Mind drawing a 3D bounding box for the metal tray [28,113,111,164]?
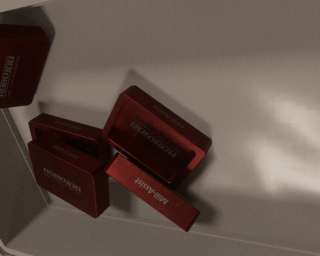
[{"bbox_3d":[-0.143,0.034,0.499,0.130,0.030,0.089,14,124,19],"label":"metal tray"}]

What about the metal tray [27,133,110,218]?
[{"bbox_3d":[-0.138,0.071,0.469,0.130,0.030,0.089,21,128,24],"label":"metal tray"}]

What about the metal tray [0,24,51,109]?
[{"bbox_3d":[-0.213,-0.080,0.424,0.030,0.091,0.129,56,132,21],"label":"metal tray"}]

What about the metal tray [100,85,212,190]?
[{"bbox_3d":[-0.008,0.015,0.417,0.130,0.030,0.089,36,129,4],"label":"metal tray"}]

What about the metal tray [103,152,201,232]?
[{"bbox_3d":[-0.011,0.087,0.427,0.130,0.030,0.090,35,171,6],"label":"metal tray"}]
